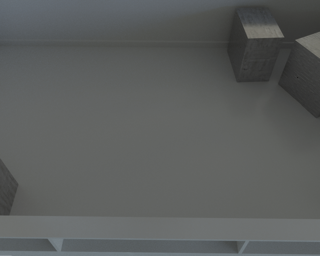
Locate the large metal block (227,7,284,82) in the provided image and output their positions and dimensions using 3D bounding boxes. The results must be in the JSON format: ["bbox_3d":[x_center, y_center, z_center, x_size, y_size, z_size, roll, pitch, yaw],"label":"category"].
[{"bbox_3d":[0.143,-0.128,0.478,0.050,0.080,0.080,-2,50,-2],"label":"large metal block"}]

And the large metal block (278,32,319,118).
[{"bbox_3d":[0.223,-0.075,0.434,0.050,0.080,0.080,-21,53,-17],"label":"large metal block"}]

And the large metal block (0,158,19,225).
[{"bbox_3d":[-0.206,0.061,0.317,0.081,0.080,0.050,-2,50,-1],"label":"large metal block"}]
